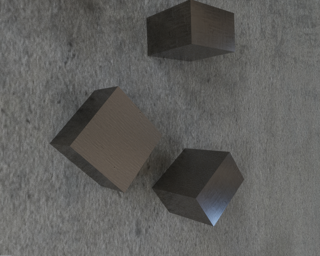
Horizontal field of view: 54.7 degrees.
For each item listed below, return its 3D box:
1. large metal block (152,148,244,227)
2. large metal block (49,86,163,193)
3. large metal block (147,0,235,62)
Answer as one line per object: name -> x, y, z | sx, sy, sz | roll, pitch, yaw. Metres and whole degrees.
large metal block -> 0.051, 0.074, 0.414 | 0.080, 0.080, 0.050 | -47, 118, -30
large metal block -> -0.056, 0.012, 0.343 | 0.080, 0.050, 0.080 | 49, 61, -29
large metal block -> 0.040, -0.122, 0.404 | 0.081, 0.080, 0.050 | -3, 92, -40
